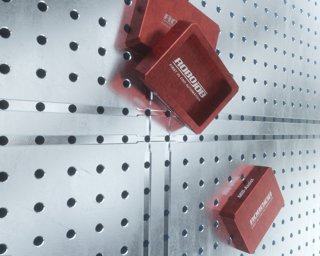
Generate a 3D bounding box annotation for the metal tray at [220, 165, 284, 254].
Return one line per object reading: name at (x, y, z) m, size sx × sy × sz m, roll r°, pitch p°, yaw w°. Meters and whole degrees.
metal tray at (0.165, 0.139, 0.543) m, size 0.131 × 0.030 × 0.090 m, roll -41°, pitch 115°, yaw -32°

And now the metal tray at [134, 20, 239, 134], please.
metal tray at (0.040, -0.062, 0.406) m, size 0.090 × 0.030 × 0.130 m, roll -48°, pitch 129°, yaw -2°

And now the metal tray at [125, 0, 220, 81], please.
metal tray at (0.023, -0.127, 0.424) m, size 0.131 × 0.030 × 0.090 m, roll 21°, pitch 77°, yaw -38°
